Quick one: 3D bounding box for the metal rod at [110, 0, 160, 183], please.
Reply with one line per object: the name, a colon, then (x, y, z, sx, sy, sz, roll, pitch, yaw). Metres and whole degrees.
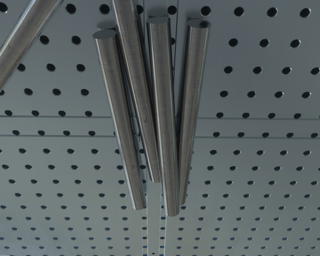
metal rod: (-0.022, -0.038, 0.378, 0.025, 0.025, 0.298, -6, 130, 4)

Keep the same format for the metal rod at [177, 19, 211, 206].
metal rod: (0.035, 0.005, 0.416, 0.025, 0.025, 0.298, 1, 130, -2)

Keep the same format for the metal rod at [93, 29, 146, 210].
metal rod: (-0.047, 0.014, 0.422, 0.025, 0.025, 0.298, -4, 130, 3)

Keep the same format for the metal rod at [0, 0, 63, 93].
metal rod: (-0.147, -0.094, 0.328, 0.025, 0.025, 0.299, 34, 122, -26)

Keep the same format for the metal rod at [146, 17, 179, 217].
metal rod: (0.009, 0.010, 0.404, 0.025, 0.025, 0.298, -3, 126, 2)
